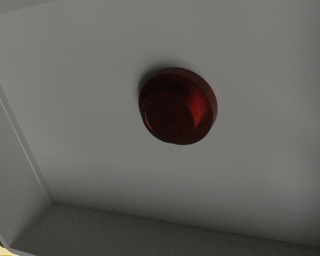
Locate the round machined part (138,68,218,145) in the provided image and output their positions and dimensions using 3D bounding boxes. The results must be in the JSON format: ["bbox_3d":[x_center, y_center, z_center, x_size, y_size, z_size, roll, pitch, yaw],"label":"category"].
[{"bbox_3d":[0.017,-0.020,0.377,0.098,0.042,0.097,13,124,21],"label":"round machined part"}]
